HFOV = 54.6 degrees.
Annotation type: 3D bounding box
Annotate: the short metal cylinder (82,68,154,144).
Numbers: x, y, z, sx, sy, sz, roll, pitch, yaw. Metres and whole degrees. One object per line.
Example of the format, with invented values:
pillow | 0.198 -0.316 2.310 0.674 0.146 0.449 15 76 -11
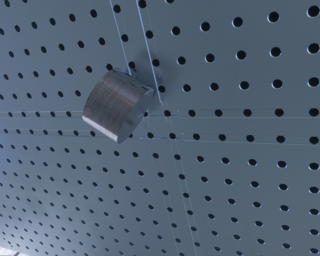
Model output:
short metal cylinder | -0.051 -0.027 0.386 0.050 0.080 0.080 32 129 7
